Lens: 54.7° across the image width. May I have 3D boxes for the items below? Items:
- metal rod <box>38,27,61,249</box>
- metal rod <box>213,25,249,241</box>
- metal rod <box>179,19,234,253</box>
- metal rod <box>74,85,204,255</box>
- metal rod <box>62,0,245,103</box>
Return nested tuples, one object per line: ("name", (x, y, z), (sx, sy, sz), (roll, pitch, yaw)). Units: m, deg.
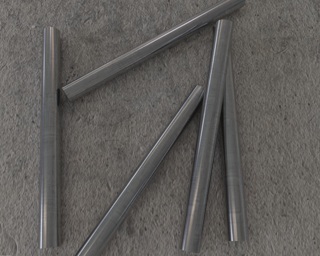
("metal rod", (-0.144, -0.002, 0.407), (0.025, 0.025, 0.299), (-6, 70, -2))
("metal rod", (0.091, -0.009, 0.411), (0.025, 0.025, 0.299), (0, 70, 0))
("metal rod", (0.062, -0.001, 0.393), (0.025, 0.025, 0.299), (10, 76, 4))
("metal rod", (-0.026, 0.067, 0.383), (0.025, 0.025, 0.300), (32, 73, 11))
("metal rod", (-0.002, -0.123, 0.452), (0.301, 0.025, 0.025), (-32, 73, -11))
